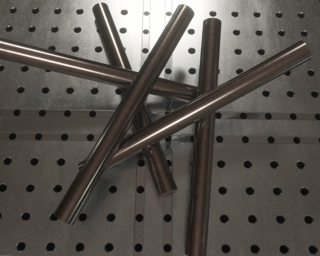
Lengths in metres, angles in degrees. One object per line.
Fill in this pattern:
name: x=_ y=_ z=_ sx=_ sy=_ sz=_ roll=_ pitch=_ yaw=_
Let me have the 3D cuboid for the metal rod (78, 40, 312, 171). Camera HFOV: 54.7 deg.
metal rod: x=0.036 y=-0.018 z=0.372 sx=0.301 sy=0.025 sz=0.025 roll=-29 pitch=72 yaw=6

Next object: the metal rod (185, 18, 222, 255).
metal rod: x=0.056 y=0.002 z=0.390 sx=0.025 sy=0.025 sz=0.299 roll=6 pitch=78 yaw=2

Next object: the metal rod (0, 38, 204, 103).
metal rod: x=-0.077 y=-0.071 z=0.398 sx=0.302 sy=0.025 sz=0.025 roll=12 pitch=70 yaw=-11

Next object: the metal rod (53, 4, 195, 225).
metal rod: x=-0.036 y=-0.027 z=0.375 sx=0.025 sy=0.025 sz=0.300 roll=27 pitch=76 yaw=9

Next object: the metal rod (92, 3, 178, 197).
metal rod: x=-0.041 y=-0.052 z=0.430 sx=0.025 sy=0.025 sz=0.299 roll=-19 pitch=71 yaw=-7
